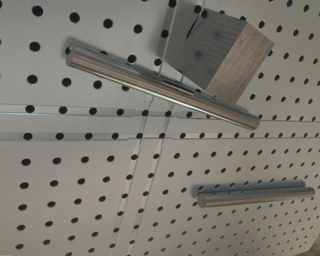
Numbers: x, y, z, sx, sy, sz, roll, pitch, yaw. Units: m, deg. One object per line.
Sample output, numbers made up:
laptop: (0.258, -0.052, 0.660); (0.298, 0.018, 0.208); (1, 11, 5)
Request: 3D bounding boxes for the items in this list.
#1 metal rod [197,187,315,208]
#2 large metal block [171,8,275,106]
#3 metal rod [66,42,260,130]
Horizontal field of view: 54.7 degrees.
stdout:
metal rod: (0.201, 0.133, 0.606); (0.302, 0.025, 0.025); (4, 117, -31)
large metal block: (0.070, -0.085, 0.363); (0.050, 0.080, 0.080); (21, 107, -36)
metal rod: (0.028, -0.042, 0.402); (0.302, 0.025, 0.025); (16, 110, -35)
